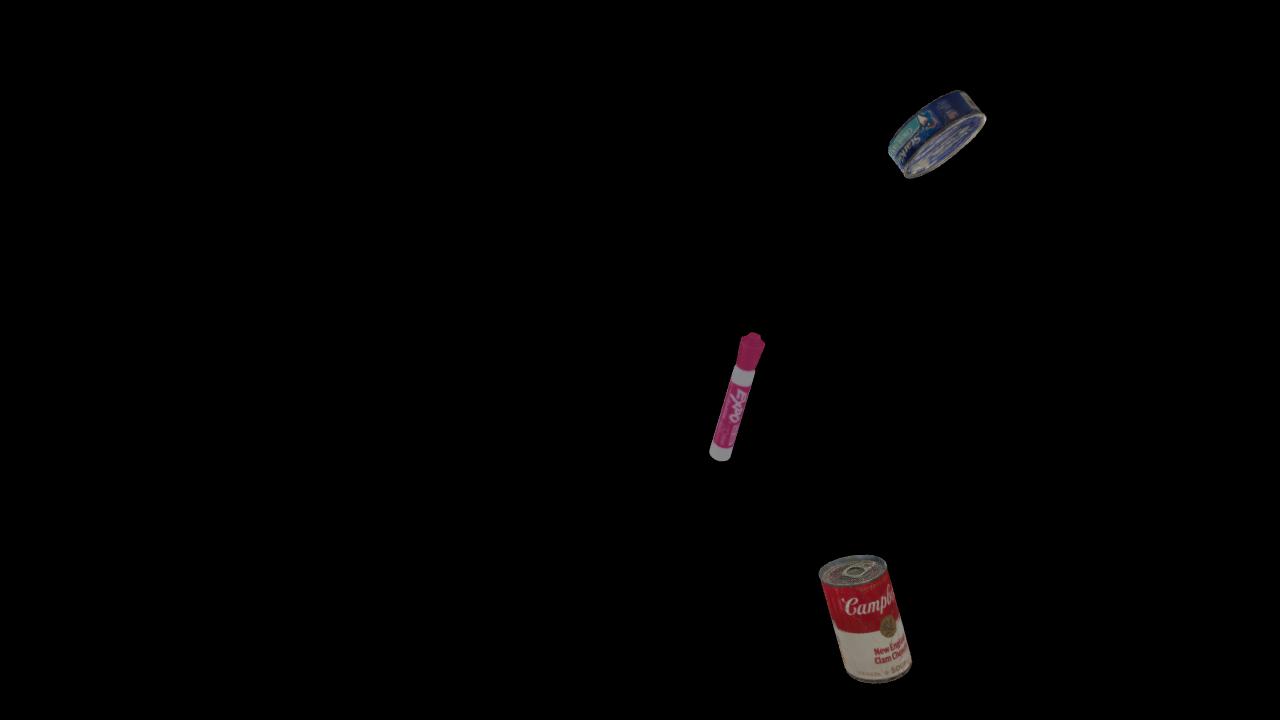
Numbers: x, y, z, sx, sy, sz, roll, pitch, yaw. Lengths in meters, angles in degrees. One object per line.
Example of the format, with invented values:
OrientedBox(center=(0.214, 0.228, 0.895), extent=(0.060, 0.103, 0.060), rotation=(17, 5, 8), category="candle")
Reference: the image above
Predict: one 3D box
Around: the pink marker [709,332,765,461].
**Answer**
OrientedBox(center=(0.077, 0.031, 0.493), extent=(0.020, 0.121, 0.020), rotation=(7, 33, -5), category="pink marker")

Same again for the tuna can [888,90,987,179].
OrientedBox(center=(0.285, -0.217, 0.595), extent=(0.084, 0.034, 0.084), rotation=(-26, -15, -8), category="tuna can")

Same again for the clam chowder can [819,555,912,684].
OrientedBox(center=(0.226, 0.258, 0.618), extent=(0.068, 0.102, 0.068), rotation=(-15, 1, 0), category="clam chowder can")
